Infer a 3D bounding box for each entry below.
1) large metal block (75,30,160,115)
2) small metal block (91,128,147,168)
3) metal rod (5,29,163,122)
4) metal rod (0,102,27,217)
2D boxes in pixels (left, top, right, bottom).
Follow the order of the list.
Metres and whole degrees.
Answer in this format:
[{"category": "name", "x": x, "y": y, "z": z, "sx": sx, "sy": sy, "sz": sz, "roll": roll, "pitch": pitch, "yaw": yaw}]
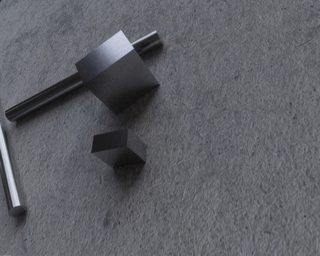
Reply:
[{"category": "large metal block", "x": -0.060, "y": -0.077, "z": 0.445, "sx": 0.080, "sy": 0.080, "sz": 0.050, "roll": -35, "pitch": 52, "yaw": 5}, {"category": "small metal block", "x": -0.051, "y": 0.027, "z": 0.397, "sx": 0.050, "sy": 0.050, "sz": 0.025, "roll": -12, "pitch": 57, "yaw": 21}, {"category": "metal rod", "x": -0.134, "y": -0.083, "z": 0.522, "sx": 0.301, "sy": 0.025, "sz": 0.025, "roll": -25, "pitch": 53, "yaw": 12}, {"category": "metal rod", "x": -0.270, "y": 0.023, "z": 0.527, "sx": 0.025, "sy": 0.025, "sz": 0.300, "roll": -39, "pitch": 51, "yaw": 2}]
